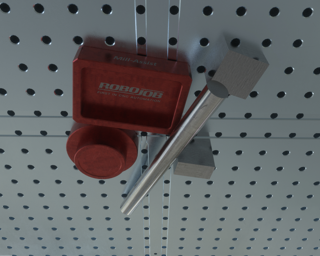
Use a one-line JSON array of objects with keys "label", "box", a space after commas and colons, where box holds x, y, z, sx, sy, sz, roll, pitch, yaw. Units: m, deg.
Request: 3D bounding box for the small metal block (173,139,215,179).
[{"label": "small metal block", "box": [0.045, 0.041, 0.430, 0.050, 0.050, 0.025, 9, 130, -8]}]

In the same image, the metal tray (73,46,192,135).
[{"label": "metal tray", "box": [-0.035, -0.041, 0.372, 0.131, 0.030, 0.089, 8, 130, -7]}]

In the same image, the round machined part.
[{"label": "round machined part", "box": [-0.080, 0.034, 0.428, 0.099, 0.042, 0.097, 0, 130, 0]}]

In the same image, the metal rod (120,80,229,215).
[{"label": "metal rod", "box": [0.002, 0.048, 0.422, 0.025, 0.025, 0.298, 18, 137, -15]}]

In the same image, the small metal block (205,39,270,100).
[{"label": "small metal block", "box": [0.087, -0.066, 0.356, 0.050, 0.025, 0.050, 16, 128, -14]}]
